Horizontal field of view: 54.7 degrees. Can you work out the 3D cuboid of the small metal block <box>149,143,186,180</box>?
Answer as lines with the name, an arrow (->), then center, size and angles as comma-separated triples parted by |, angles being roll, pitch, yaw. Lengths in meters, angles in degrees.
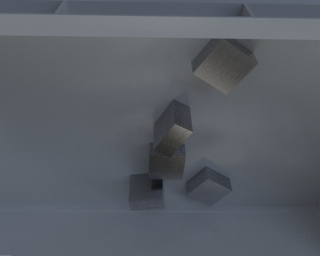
small metal block -> 0.009, 0.049, 0.451 | 0.050, 0.025, 0.050 | 2, 130, -2

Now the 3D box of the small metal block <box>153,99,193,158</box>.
small metal block -> 0.015, 0.000, 0.393 | 0.025, 0.050, 0.050 | 25, 126, -19

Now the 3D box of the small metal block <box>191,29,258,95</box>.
small metal block -> 0.071, -0.073, 0.348 | 0.050, 0.025, 0.050 | 28, 125, -22

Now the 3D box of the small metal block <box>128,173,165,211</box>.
small metal block -> -0.019, 0.097, 0.475 | 0.050, 0.050, 0.025 | -5, 130, 4

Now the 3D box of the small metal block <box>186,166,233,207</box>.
small metal block -> 0.076, 0.093, 0.489 | 0.050, 0.025, 0.050 | 29, 124, -23
